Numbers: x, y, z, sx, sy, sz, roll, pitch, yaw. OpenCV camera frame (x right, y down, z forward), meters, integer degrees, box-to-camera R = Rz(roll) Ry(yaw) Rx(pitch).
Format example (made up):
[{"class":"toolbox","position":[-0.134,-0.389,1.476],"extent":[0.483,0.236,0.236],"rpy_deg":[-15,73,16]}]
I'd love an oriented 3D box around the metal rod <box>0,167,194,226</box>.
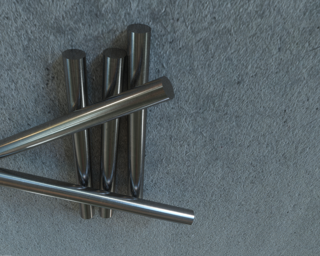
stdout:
[{"class":"metal rod","position":[-0.092,0.104,0.459],"extent":[0.302,0.025,0.025],"rpy_deg":[16,128,-14]}]

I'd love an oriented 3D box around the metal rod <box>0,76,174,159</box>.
[{"class":"metal rod","position":[-0.122,0.000,0.375],"extent":[0.300,0.025,0.025],"rpy_deg":[-17,129,25]}]

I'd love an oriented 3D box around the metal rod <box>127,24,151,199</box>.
[{"class":"metal rod","position":[-0.031,0.011,0.415],"extent":[0.025,0.025,0.298],"rpy_deg":[3,130,-3]}]

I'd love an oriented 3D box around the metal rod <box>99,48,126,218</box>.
[{"class":"metal rod","position":[-0.071,0.031,0.432],"extent":[0.025,0.025,0.298],"rpy_deg":[6,130,-6]}]

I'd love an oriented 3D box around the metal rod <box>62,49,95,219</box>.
[{"class":"metal rod","position":[-0.109,0.032,0.433],"extent":[0.025,0.025,0.298],"rpy_deg":[4,130,-4]}]
